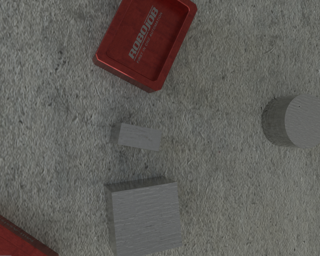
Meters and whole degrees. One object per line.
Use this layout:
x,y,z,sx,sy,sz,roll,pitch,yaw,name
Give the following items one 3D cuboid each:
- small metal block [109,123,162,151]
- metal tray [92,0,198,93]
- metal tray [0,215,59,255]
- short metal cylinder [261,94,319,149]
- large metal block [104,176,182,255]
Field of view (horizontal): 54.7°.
-0.031,0.011,0.384,0.050,0.050,0.025,11,86,-20,small metal block
-0.018,-0.122,0.399,0.090,0.030,0.130,27,81,-18,metal tray
-0.189,0.148,0.336,0.130,0.030,0.090,43,77,-15,metal tray
0.204,-0.010,0.471,0.081,0.050,0.080,0,90,-20,short metal cylinder
-0.022,0.109,0.388,0.081,0.050,0.079,-5,92,-20,large metal block
